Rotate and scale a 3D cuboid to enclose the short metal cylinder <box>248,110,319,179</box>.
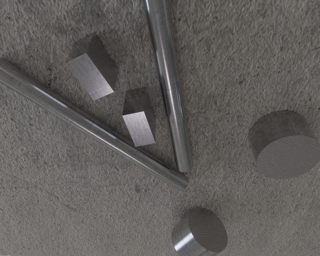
[{"bbox_3d":[0.164,0.023,0.412,0.081,0.050,0.079,0,130,0],"label":"short metal cylinder"}]

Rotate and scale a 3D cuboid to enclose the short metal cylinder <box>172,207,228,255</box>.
[{"bbox_3d":[0.067,0.184,0.528,0.080,0.080,0.050,24,126,-20],"label":"short metal cylinder"}]

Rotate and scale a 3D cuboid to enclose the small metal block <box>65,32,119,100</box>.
[{"bbox_3d":[-0.071,-0.067,0.333,0.025,0.050,0.050,-21,127,17],"label":"small metal block"}]

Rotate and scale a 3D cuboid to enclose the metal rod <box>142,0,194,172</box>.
[{"bbox_3d":[0.011,-0.056,0.358,0.025,0.025,0.298,-8,130,6],"label":"metal rod"}]

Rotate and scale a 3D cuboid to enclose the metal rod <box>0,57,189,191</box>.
[{"bbox_3d":[-0.074,0.009,0.413,0.301,0.025,0.025,35,122,-27],"label":"metal rod"}]

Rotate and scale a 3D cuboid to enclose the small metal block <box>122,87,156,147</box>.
[{"bbox_3d":[-0.024,-0.014,0.379,0.025,0.050,0.050,-11,129,9],"label":"small metal block"}]
